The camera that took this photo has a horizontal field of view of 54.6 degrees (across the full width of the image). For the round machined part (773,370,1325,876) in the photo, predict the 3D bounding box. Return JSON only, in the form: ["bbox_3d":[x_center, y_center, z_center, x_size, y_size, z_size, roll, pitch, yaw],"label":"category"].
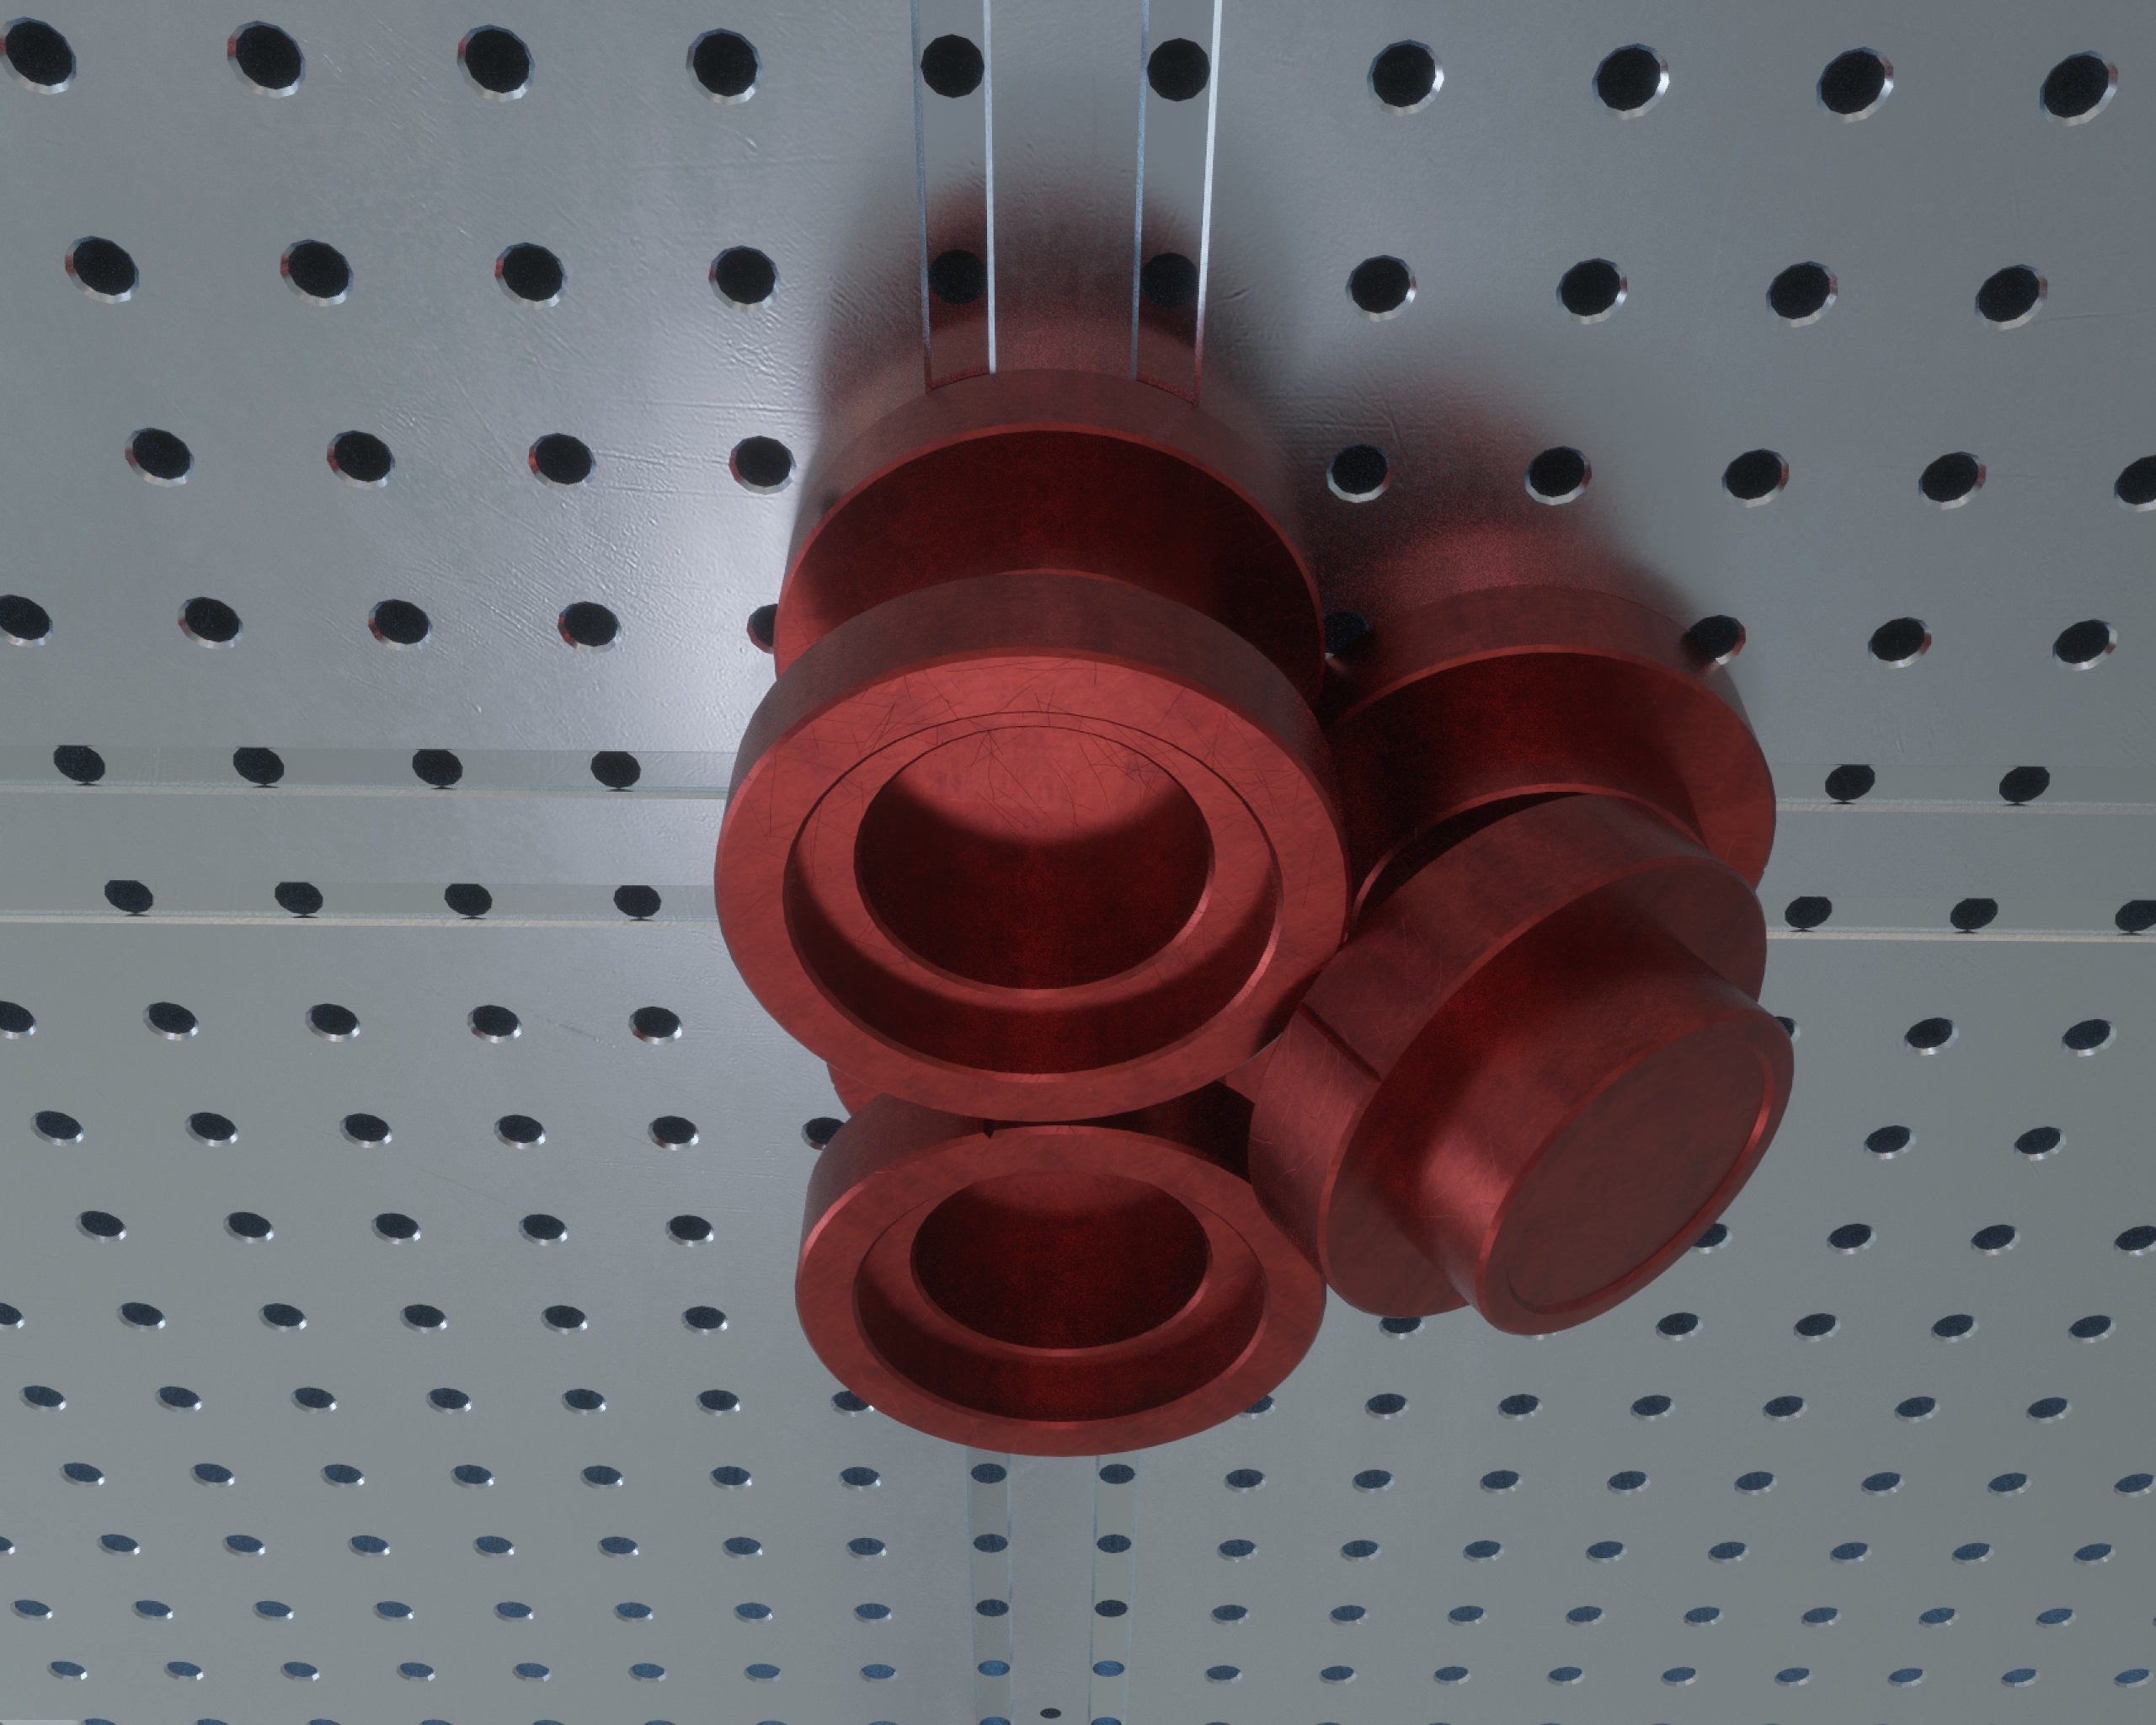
[{"bbox_3d":[-0.005,-0.034,0.372,0.099,0.042,0.097,0,130,0],"label":"round machined part"}]

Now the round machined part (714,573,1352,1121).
[{"bbox_3d":[-0.007,-0.006,0.339,0.099,0.042,0.097,0,130,0],"label":"round machined part"}]

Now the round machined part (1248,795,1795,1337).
[{"bbox_3d":[0.081,0.041,0.352,0.099,0.042,0.097,-22,134,-24],"label":"round machined part"}]

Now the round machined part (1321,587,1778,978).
[{"bbox_3d":[0.084,-0.001,0.401,0.099,0.042,0.097,0,130,0],"label":"round machined part"}]

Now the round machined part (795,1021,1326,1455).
[{"bbox_3d":[-0.003,0.069,0.403,0.099,0.042,0.097,0,130,0],"label":"round machined part"}]

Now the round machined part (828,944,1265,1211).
[{"bbox_3d":[-0.004,0.041,0.436,0.099,0.042,0.097,0,130,0],"label":"round machined part"}]
